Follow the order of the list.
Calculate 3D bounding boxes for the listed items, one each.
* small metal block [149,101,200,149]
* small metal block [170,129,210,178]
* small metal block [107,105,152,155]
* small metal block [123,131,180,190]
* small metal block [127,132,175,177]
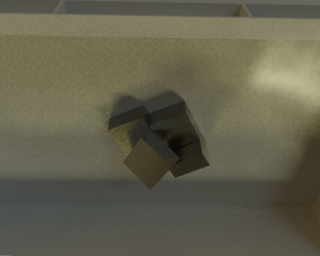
[{"bbox_3d":[0.019,-0.002,0.406,0.050,0.025,0.050,-20,128,15],"label":"small metal block"},{"bbox_3d":[0.036,0.033,0.419,0.050,0.050,0.025,-23,127,17],"label":"small metal block"},{"bbox_3d":[-0.033,0.004,0.410,0.050,0.025,0.050,-20,128,15],"label":"small metal block"},{"bbox_3d":[-0.011,0.041,0.393,0.050,0.025,0.050,43,124,9],"label":"small metal block"},{"bbox_3d":[-0.012,0.039,0.440,0.050,0.025,0.050,-20,128,15],"label":"small metal block"}]
